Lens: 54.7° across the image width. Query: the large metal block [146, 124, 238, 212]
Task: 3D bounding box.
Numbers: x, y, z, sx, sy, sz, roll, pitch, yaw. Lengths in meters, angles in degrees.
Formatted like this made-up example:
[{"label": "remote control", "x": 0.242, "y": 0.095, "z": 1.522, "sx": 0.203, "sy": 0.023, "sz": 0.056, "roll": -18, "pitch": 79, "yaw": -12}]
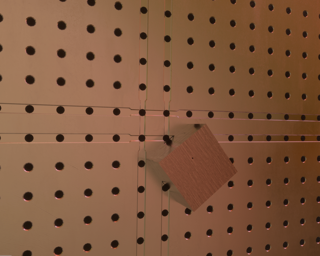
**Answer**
[{"label": "large metal block", "x": 0.042, "y": 0.050, "z": 0.416, "sx": 0.080, "sy": 0.050, "sz": 0.080, "roll": -38, "pitch": 103, "yaw": -16}]
